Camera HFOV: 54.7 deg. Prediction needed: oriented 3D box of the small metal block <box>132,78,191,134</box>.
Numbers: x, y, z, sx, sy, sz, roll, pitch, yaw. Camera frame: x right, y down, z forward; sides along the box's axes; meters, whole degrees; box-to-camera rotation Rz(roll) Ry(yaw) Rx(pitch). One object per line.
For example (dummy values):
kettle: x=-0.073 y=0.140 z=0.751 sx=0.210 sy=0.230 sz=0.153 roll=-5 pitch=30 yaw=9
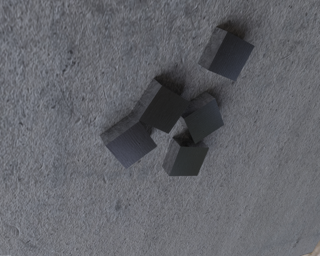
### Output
small metal block: x=0.001 y=-0.027 z=0.391 sx=0.050 sy=0.025 sz=0.050 roll=25 pitch=104 yaw=-37

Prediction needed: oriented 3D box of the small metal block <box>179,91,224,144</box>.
small metal block: x=0.055 y=-0.014 z=0.428 sx=0.050 sy=0.025 sz=0.050 roll=-33 pitch=129 yaw=-7

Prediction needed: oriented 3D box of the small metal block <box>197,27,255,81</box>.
small metal block: x=0.084 y=-0.093 z=0.395 sx=0.050 sy=0.025 sz=0.050 roll=14 pitch=111 yaw=-34

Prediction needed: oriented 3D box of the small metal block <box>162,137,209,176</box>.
small metal block: x=0.037 y=0.043 z=0.453 sx=0.050 sy=0.025 sz=0.050 roll=5 pitch=116 yaw=-31

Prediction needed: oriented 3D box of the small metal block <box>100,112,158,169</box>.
small metal block: x=-0.039 y=0.016 z=0.395 sx=0.050 sy=0.025 sz=0.050 roll=-37 pitch=129 yaw=-4
